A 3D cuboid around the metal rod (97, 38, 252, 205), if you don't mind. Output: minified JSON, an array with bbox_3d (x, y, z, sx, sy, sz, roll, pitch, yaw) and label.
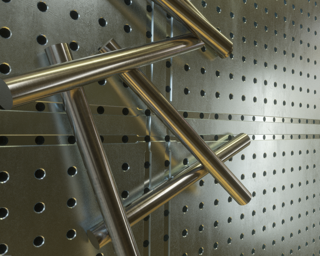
[{"bbox_3d":[0.032,0.006,0.412,0.300,0.025,0.025,47,62,-22],"label":"metal rod"}]

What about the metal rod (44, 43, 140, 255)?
[{"bbox_3d":[-0.061,0.058,0.333,0.025,0.025,0.299,-22,96,-38],"label":"metal rod"}]

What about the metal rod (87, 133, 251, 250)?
[{"bbox_3d":[0.034,0.072,0.436,0.302,0.025,0.025,-26,106,-37],"label":"metal rod"}]

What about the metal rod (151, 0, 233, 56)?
[{"bbox_3d":[-0.020,-0.177,0.370,0.301,0.025,0.025,29,72,-30],"label":"metal rod"}]

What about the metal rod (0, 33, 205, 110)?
[{"bbox_3d":[-0.031,-0.077,0.343,0.302,0.025,0.025,-31,110,-48],"label":"metal rod"}]

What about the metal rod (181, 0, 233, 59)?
[{"bbox_3d":[0.002,-0.188,0.409,0.301,0.025,0.025,33,70,-35],"label":"metal rod"}]
